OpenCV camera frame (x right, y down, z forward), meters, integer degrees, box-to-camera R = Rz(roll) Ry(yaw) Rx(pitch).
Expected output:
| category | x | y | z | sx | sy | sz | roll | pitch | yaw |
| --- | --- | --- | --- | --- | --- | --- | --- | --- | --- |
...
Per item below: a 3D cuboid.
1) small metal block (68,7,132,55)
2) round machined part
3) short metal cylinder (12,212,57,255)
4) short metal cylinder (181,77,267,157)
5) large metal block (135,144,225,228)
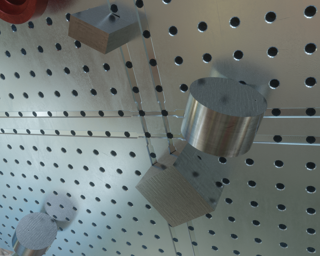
| category | x | y | z | sx | sy | sz | roll | pitch | yaw |
| --- | --- | --- | --- | --- | --- | --- | --- | --- | --- |
| small metal block | -0.069 | -0.114 | 0.359 | 0.050 | 0.050 | 0.025 | 28 | 128 | 10 |
| round machined part | -0.175 | -0.181 | 0.378 | 0.098 | 0.042 | 0.097 | 13 | 124 | 20 |
| short metal cylinder | -0.263 | 0.225 | 0.650 | 0.080 | 0.080 | 0.050 | 38 | 129 | 2 |
| short metal cylinder | 0.066 | -0.014 | 0.331 | 0.080 | 0.080 | 0.050 | 21 | 126 | 15 |
| large metal block | 0.027 | 0.081 | 0.430 | 0.080 | 0.050 | 0.080 | 48 | 128 | -6 |
